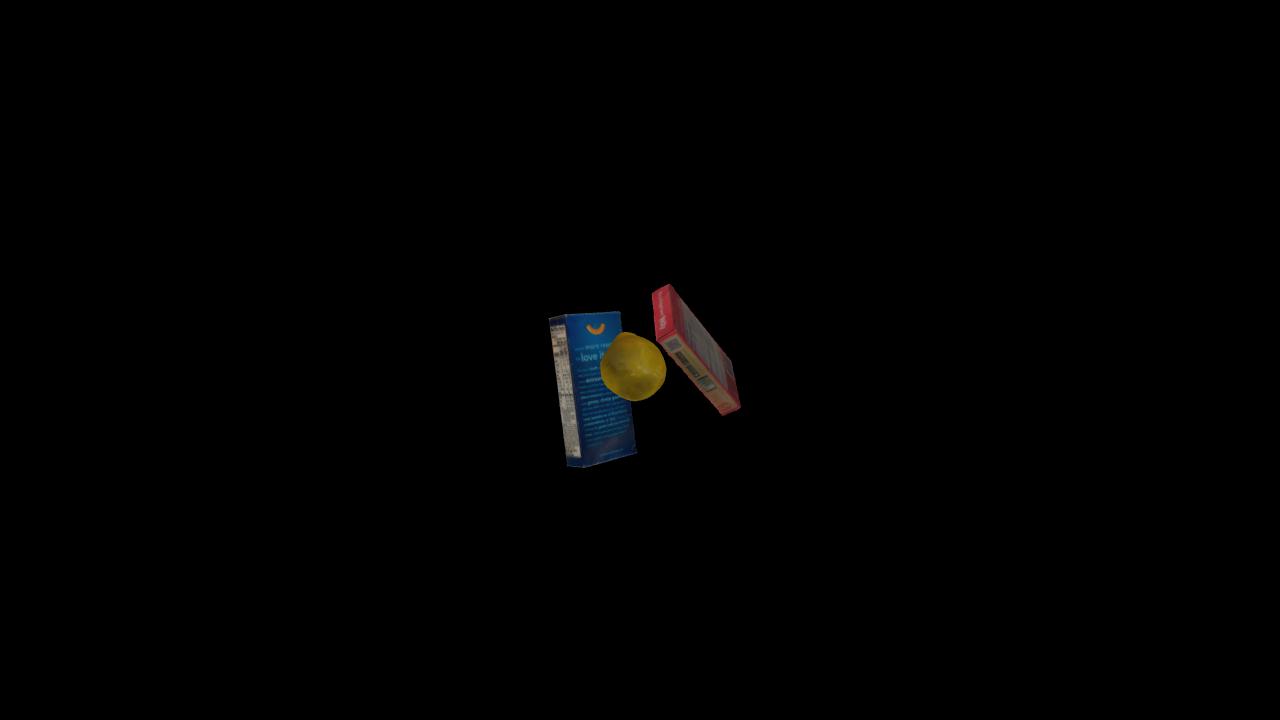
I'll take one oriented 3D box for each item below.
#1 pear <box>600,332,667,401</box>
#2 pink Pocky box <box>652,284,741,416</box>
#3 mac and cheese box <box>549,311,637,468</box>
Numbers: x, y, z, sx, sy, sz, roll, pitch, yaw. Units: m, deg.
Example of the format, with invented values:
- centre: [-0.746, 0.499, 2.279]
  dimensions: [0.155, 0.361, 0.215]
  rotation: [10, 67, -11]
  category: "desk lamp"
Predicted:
- centre: [-0.012, -0.008, 0.739]
  dimensions: [0.080, 0.111, 0.080]
  rotation: [-11, -42, -10]
  category: "pear"
- centre: [0.067, -0.010, 0.721]
  dimensions: [0.029, 0.084, 0.155]
  rotation: [-27, -50, 20]
  category: "pink Pocky box"
- centre: [-0.057, 0.034, 0.767]
  dimensions: [0.093, 0.184, 0.041]
  rotation: [-8, 2, -44]
  category: "mac and cheese box"
